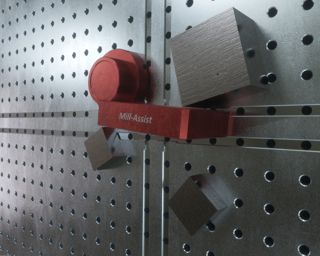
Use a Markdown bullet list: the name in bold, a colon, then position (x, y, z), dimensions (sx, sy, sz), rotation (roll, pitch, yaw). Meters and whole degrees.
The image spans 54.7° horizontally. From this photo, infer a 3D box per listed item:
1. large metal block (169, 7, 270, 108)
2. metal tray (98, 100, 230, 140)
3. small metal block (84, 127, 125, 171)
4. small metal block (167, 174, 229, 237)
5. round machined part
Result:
- **large metal block**: position (0.064, -0.071, 0.339), dimensions (0.080, 0.050, 0.080), rotation (-17, 80, 38)
- **metal tray**: position (0.002, -0.011, 0.363), dimensions (0.130, 0.091, 0.030), rotation (9, 96, 39)
- **small metal block**: position (-0.086, 0.032, 0.478), dimensions (0.050, 0.025, 0.050), rotation (-36, 68, 34)
- **small metal block**: position (0.044, 0.092, 0.372), dimensions (0.050, 0.025, 0.050), rotation (50, 119, 28)
- **round machined part**: position (-0.067, -0.067, 0.451), dimensions (0.098, 0.042, 0.097), rotation (0, 90, 39)
